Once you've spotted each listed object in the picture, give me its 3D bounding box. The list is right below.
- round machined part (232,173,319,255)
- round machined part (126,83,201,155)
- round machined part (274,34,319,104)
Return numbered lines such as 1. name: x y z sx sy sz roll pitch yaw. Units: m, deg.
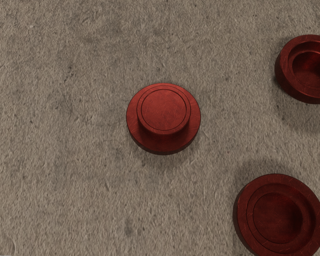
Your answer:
1. round machined part: 0.134 0.105 0.362 0.099 0.042 0.098 0 70 -1
2. round machined part: 0.005 -0.016 0.405 0.099 0.042 0.098 0 70 -1
3. round machined part: 0.208 -0.077 0.430 0.099 0.042 0.098 0 70 -1
